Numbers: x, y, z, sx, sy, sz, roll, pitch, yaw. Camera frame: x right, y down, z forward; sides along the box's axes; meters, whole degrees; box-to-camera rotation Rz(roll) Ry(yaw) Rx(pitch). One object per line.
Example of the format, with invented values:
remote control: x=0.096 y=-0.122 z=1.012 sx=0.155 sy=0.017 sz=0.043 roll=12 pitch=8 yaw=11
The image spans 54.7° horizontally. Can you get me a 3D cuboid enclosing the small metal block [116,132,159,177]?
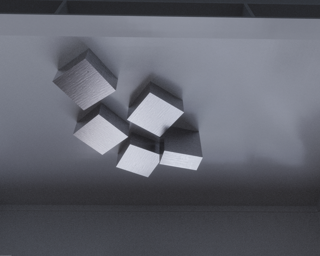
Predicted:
small metal block: x=-0.029 y=0.039 z=0.442 sx=0.050 sy=0.025 sz=0.050 roll=21 pitch=127 yaw=-17

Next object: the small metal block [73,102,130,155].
small metal block: x=-0.077 y=0.002 z=0.410 sx=0.050 sy=0.025 sz=0.050 roll=-34 pitch=123 yaw=25

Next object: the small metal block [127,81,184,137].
small metal block: x=-0.006 y=-0.023 z=0.390 sx=0.050 sy=0.025 sz=0.050 roll=29 pitch=124 yaw=-22

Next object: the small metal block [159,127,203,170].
small metal block: x=0.027 y=0.026 z=0.415 sx=0.050 sy=0.050 sz=0.025 roll=11 pitch=129 yaw=-9

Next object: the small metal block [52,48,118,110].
small metal block: x=-0.086 y=-0.056 z=0.361 sx=0.050 sy=0.025 sz=0.050 roll=-28 pitch=125 yaw=21
